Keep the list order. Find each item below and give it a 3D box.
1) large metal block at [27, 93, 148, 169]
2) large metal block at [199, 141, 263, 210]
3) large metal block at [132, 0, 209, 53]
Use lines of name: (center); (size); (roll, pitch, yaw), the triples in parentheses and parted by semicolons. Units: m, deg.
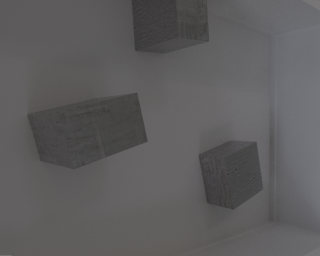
large metal block: (-0.073, 0.000, 0.310); (0.081, 0.080, 0.050); (-19, 103, -38)
large metal block: (0.113, 0.070, 0.485); (0.081, 0.050, 0.079); (-18, 102, -39)
large metal block: (0.011, -0.140, 0.379); (0.050, 0.080, 0.079); (-7, 95, -40)
